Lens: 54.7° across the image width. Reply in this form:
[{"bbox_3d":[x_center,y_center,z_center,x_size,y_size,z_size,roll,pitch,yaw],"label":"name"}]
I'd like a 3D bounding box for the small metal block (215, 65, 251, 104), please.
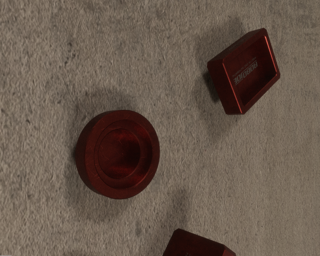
[{"bbox_3d":[0.121,-0.072,0.509,0.050,0.025,0.050,-28,108,-37],"label":"small metal block"}]

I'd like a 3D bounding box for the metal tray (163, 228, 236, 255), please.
[{"bbox_3d":[0.031,0.203,0.391,0.030,0.090,0.130,45,63,-31],"label":"metal tray"}]

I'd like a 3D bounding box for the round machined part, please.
[{"bbox_3d":[-0.051,0.029,0.353,0.099,0.042,0.097,0,90,-40],"label":"round machined part"}]

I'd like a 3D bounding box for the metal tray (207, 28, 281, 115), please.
[{"bbox_3d":[0.136,-0.090,0.485,0.131,0.030,0.090,-40,114,-33],"label":"metal tray"}]
